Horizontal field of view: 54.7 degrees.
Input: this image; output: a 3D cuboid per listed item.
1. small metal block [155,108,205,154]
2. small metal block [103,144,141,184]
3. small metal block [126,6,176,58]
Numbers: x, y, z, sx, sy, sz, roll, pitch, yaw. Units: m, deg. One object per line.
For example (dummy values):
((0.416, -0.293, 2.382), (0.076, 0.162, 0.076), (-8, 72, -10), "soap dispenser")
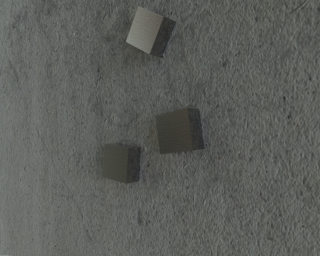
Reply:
((0.024, 0.005, 0.385), (0.050, 0.025, 0.050), (-12, 83, 39), "small metal block")
((-0.056, 0.050, 0.451), (0.050, 0.025, 0.050), (6, 94, 39), "small metal block")
((-0.013, -0.129, 0.416), (0.050, 0.025, 0.050), (36, 112, 34), "small metal block")
